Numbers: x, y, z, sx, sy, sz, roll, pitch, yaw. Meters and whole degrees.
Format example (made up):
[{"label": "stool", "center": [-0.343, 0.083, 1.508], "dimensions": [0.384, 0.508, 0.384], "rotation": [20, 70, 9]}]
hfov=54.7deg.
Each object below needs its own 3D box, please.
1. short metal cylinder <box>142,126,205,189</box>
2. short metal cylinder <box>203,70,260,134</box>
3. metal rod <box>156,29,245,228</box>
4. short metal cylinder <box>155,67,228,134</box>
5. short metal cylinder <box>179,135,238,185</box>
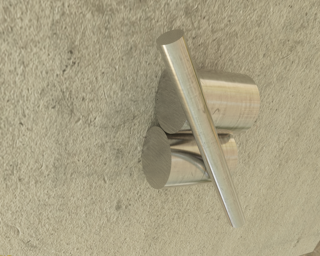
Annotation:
[{"label": "short metal cylinder", "center": [0.016, 0.038, 0.405], "dimensions": [0.050, 0.080, 0.079], "rotation": [1, 118, -29]}, {"label": "short metal cylinder", "center": [0.079, -0.032, 0.396], "dimensions": [0.050, 0.080, 0.079], "rotation": [1, 118, -29]}, {"label": "metal rod", "center": [0.060, 0.028, 0.355], "dimensions": [0.025, 0.025, 0.299], "rotation": [-32, 129, -8]}, {"label": "short metal cylinder", "center": [0.035, -0.033, 0.372], "dimensions": [0.050, 0.080, 0.079], "rotation": [1, 118, -29]}, {"label": "short metal cylinder", "center": [0.061, 0.037, 0.429], "dimensions": [0.050, 0.080, 0.079], "rotation": [1, 118, -29]}]
